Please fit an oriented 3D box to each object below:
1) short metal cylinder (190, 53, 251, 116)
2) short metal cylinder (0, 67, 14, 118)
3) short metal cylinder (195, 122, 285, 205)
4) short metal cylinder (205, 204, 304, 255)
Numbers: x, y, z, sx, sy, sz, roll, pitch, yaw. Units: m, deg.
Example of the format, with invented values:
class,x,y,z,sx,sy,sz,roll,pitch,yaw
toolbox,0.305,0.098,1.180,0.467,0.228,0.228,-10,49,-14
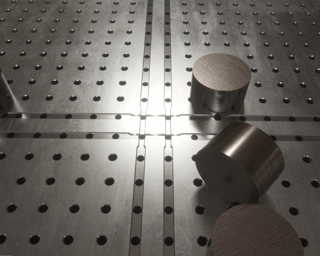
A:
class,x,y,z,sx,sy,sz,roll,pitch,yaw
short metal cylinder,0.085,-0.063,0.445,0.081,0.050,0.080,0,50,0
short metal cylinder,-0.253,-0.051,0.431,0.081,0.050,0.080,0,50,0
short metal cylinder,0.086,0.040,0.339,0.080,0.080,0.050,36,59,26
short metal cylinder,0.086,0.120,0.292,0.081,0.050,0.080,0,50,0
